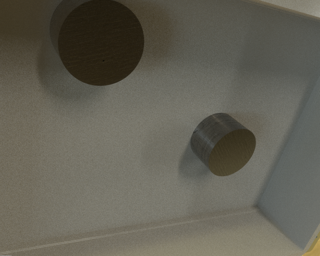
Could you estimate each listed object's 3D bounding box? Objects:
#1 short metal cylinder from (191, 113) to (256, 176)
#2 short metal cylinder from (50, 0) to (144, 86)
[{"bbox_3d":[0.093,0.024,0.458,0.081,0.050,0.079,-14,124,-21],"label":"short metal cylinder"},{"bbox_3d":[-0.062,-0.088,0.304,0.081,0.050,0.079,-14,124,-21],"label":"short metal cylinder"}]
